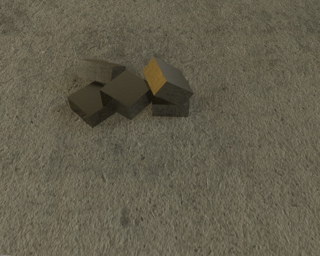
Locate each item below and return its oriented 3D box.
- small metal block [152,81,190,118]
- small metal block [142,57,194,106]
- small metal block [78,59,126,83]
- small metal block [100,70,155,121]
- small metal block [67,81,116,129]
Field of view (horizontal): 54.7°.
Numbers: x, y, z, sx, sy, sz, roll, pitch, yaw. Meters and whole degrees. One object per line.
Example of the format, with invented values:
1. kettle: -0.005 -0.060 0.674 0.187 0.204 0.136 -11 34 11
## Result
1. small metal block: 0.015 -0.042 0.440 0.050 0.025 0.050 2 50 1
2. small metal block: 0.010 -0.061 0.407 0.050 0.025 0.050 17 37 -41
3. small metal block: -0.085 -0.084 0.459 0.050 0.025 0.050 15 15 11
4. small metal block: -0.042 -0.044 0.407 0.050 0.025 0.050 31 56 23
5. small metal block: -0.091 -0.034 0.432 0.050 0.025 0.050 38 59 27
